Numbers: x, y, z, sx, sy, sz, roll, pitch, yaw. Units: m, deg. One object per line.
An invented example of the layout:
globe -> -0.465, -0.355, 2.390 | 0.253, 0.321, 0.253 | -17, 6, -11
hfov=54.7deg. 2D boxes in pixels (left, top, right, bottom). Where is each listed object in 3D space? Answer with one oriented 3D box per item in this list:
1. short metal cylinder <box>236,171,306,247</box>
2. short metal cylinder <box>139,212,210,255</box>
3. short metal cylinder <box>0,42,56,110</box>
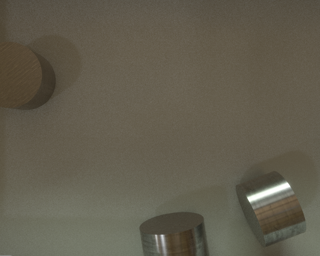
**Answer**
short metal cylinder -> 0.135, 0.100, 0.386 | 0.050, 0.080, 0.080 | -21, 90, 0
short metal cylinder -> 0.018, 0.142, 0.384 | 0.081, 0.080, 0.050 | -9, 90, 0
short metal cylinder -> -0.182, -0.064, 0.396 | 0.081, 0.050, 0.079 | 0, 90, -1
